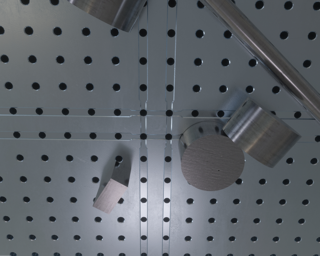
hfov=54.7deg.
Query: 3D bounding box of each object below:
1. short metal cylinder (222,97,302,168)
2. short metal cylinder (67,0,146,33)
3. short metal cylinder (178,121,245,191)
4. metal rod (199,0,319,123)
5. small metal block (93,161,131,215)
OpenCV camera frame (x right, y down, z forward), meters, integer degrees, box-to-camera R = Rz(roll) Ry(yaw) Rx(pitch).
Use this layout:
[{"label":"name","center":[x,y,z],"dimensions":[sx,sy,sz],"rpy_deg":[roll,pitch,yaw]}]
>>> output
[{"label":"short metal cylinder","center":[0.126,0.004,0.387],"dimensions":[0.080,0.080,0.050],"rpy_deg":[33,107,-12]},{"label":"short metal cylinder","center":[-0.056,-0.145,0.330],"dimensions":[0.080,0.080,0.050],"rpy_deg":[27,108,-10]},{"label":"short metal cylinder","center":[0.066,0.037,0.414],"dimensions":[0.081,0.050,0.079],"rpy_deg":[0,111,-1]},{"label":"metal rod","center":[0.125,-0.097,0.378],"dimensions":[0.300,0.025,0.025],"rpy_deg":[40,105,-14]},{"label":"small metal block","center":[-0.066,0.082,0.430],"dimensions":[0.025,0.050,0.050],"rpy_deg":[31,107,-11]}]
